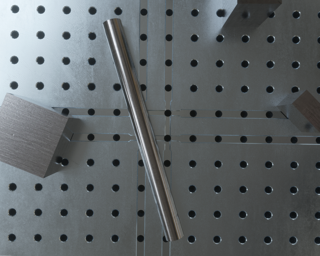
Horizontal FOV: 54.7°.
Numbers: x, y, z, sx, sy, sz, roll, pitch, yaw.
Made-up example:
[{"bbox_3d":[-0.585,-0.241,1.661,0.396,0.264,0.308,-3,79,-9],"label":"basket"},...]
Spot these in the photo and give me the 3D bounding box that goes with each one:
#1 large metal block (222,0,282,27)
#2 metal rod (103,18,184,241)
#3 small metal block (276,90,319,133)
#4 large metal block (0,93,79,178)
[{"bbox_3d":[0.111,-0.180,0.387,0.050,0.080,0.079,0,90,0],"label":"large metal block"},{"bbox_3d":[-0.022,0.002,0.413,0.025,0.025,0.298,-16,90,0],"label":"metal rod"},{"bbox_3d":[0.188,-0.021,0.403,0.025,0.050,0.050,-44,91,0],"label":"small metal block"},{"bbox_3d":[-0.163,0.009,0.399,0.080,0.050,0.080,22,90,-1],"label":"large metal block"}]
